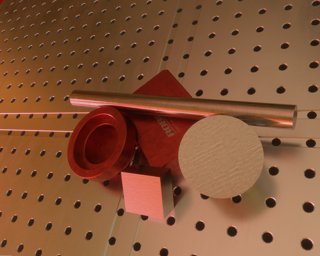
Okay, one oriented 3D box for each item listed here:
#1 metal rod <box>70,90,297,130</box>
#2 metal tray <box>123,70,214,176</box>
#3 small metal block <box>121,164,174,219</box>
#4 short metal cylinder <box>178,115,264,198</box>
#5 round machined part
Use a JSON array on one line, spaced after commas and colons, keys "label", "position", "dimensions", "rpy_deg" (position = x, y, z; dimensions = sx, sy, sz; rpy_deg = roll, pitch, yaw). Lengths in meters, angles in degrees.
[{"label": "metal rod", "position": [0.005, -0.027, 0.381], "dimensions": [0.300, 0.025, 0.025], "rpy_deg": [7, 65, 31]}, {"label": "metal tray", "position": [0.007, -0.010, 0.407], "dimensions": [0.090, 0.030, 0.130], "rpy_deg": [-37, 51, 3]}, {"label": "small metal block", "position": [-0.014, 0.071, 0.353], "dimensions": [0.050, 0.025, 0.050], "rpy_deg": [3, 106, 28]}, {"label": "short metal cylinder", "position": [0.062, 0.030, 0.320], "dimensions": [0.080, 0.050, 0.080], "rpy_deg": [-2, 81, 11]}, {"label": "round machined part", "position": [-0.072, 0.024, 0.412], "dimensions": [0.098, 0.042, 0.098], "rpy_deg": [-14, 61, 27]}]
